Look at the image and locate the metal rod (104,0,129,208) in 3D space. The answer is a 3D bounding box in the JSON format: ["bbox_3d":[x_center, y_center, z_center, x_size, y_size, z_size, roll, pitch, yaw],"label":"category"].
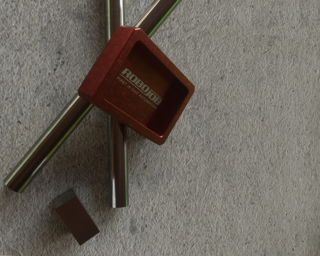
[{"bbox_3d":[-0.055,-0.052,0.389,0.025,0.025,0.298,-1,91,-20],"label":"metal rod"}]

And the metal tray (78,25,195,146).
[{"bbox_3d":[-0.020,-0.044,0.362,0.130,0.030,0.090,36,82,-48],"label":"metal tray"}]

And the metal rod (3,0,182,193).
[{"bbox_3d":[-0.072,-0.051,0.360,0.025,0.025,0.300,40,85,-16],"label":"metal rod"}]

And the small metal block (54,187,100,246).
[{"bbox_3d":[-0.098,0.101,0.360,0.025,0.050,0.050,-33,101,-17],"label":"small metal block"}]
